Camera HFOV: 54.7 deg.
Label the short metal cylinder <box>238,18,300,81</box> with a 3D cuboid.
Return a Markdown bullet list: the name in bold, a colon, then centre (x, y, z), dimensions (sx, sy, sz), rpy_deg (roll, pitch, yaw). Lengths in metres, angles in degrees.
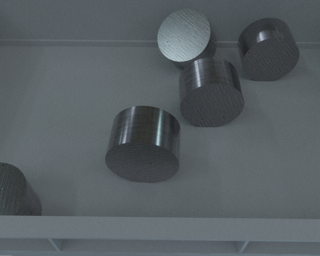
- **short metal cylinder**: centre (0.162, -0.117, 0.469), dimensions (0.080, 0.080, 0.050), rpy_deg (1, 50, 1)

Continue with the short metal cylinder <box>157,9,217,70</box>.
- **short metal cylinder**: centre (0.043, -0.134, 0.476), dimensions (0.080, 0.050, 0.080), rpy_deg (-2, 84, 20)

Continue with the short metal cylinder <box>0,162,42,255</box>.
- **short metal cylinder**: centre (-0.170, 0.082, 0.318), dimensions (0.080, 0.050, 0.080), rpy_deg (0, 50, 0)

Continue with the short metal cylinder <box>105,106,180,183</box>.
- **short metal cylinder**: centre (-0.018, 0.020, 0.352), dimensions (0.080, 0.080, 0.050), rpy_deg (3, 50, 2)

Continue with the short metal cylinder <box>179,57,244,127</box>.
- **short metal cylinder**: centre (0.066, -0.045, 0.408), dimensions (0.081, 0.080, 0.050), rpy_deg (0, 50, 0)
